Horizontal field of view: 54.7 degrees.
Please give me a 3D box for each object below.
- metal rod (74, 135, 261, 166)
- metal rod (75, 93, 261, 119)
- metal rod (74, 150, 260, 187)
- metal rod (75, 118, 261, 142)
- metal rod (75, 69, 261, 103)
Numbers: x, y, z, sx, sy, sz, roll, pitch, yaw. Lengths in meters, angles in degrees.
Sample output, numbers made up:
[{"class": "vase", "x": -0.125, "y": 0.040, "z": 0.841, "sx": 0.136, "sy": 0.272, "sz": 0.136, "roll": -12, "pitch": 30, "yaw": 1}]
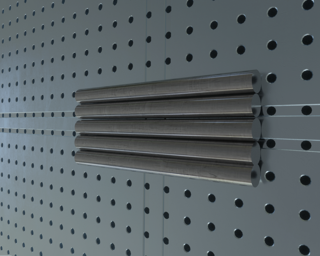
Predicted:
[{"class": "metal rod", "x": -0.015, "y": 0.025, "z": 0.420, "sx": 0.300, "sy": 0.025, "sz": 0.025, "roll": 1, "pitch": 91, "yaw": 39}, {"class": "metal rod", "x": -0.015, "y": -0.025, "z": 0.420, "sx": 0.300, "sy": 0.025, "sz": 0.025, "roll": 1, "pitch": 91, "yaw": 39}, {"class": "metal rod", "x": -0.016, "y": 0.049, "z": 0.420, "sx": 0.300, "sy": 0.025, "sz": 0.025, "roll": 0, "pitch": 90, "yaw": 39}, {"class": "metal rod", "x": -0.015, "y": 0.000, "z": 0.419, "sx": 0.300, "sy": 0.025, "sz": 0.025, "roll": 1, "pitch": 91, "yaw": 39}, {"class": "metal rod", "x": -0.015, "y": -0.051, "z": 0.419, "sx": 0.300, "sy": 0.025, "sz": 0.025, "roll": 1, "pitch": 91, "yaw": 39}]
